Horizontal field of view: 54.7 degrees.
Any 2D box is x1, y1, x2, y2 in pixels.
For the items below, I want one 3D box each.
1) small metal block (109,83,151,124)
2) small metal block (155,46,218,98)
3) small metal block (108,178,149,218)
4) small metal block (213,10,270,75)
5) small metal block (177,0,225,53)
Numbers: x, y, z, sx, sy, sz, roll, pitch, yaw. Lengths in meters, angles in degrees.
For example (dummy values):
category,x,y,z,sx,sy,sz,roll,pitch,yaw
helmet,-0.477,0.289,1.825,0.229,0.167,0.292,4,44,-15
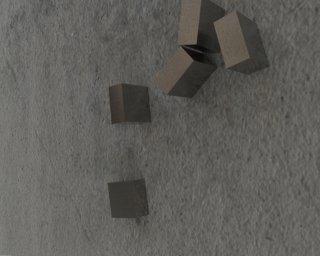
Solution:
category,x,y,z,sx,sy,sz,roll,pitch,yaw
small metal block,-0.040,-0.031,0.420,0.025,0.050,0.050,-9,84,39
small metal block,0.031,-0.063,0.362,0.050,0.050,0.025,-51,61,28
small metal block,-0.046,0.100,0.440,0.050,0.025,0.050,-13,82,39
small metal block,0.084,-0.085,0.318,0.025,0.050,0.050,-21,77,38
small metal block,0.047,-0.114,0.348,0.025,0.050,0.050,10,96,39
